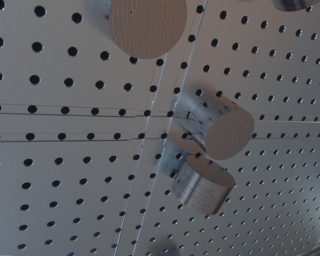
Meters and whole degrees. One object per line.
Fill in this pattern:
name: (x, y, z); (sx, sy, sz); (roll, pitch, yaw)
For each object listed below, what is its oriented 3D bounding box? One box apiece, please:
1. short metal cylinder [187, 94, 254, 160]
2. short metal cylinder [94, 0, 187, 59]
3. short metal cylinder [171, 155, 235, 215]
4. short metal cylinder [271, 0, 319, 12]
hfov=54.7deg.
short metal cylinder: (0.085, -0.001, 0.441); (0.081, 0.050, 0.079); (-14, 124, -21)
short metal cylinder: (-0.020, -0.116, 0.312); (0.081, 0.050, 0.079); (-14, 124, -21)
short metal cylinder: (0.064, 0.083, 0.462); (0.081, 0.080, 0.050); (14, 111, -34)
short metal cylinder: (0.158, -0.180, 0.350); (0.080, 0.080, 0.050); (-45, 129, 3)
